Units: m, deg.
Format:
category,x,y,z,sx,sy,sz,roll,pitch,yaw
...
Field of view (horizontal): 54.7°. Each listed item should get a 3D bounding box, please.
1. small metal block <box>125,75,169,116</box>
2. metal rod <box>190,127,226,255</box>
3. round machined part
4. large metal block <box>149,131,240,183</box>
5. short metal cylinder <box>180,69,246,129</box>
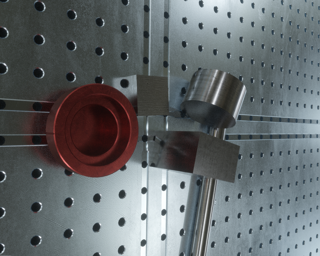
category,x,y,z,sx,sy,sz,roll,pitch,yaw
small metal block,-0.016,-0.041,0.397,0.050,0.025,0.050,-4,93,-40
metal rod,0.076,0.082,0.475,0.025,0.025,0.299,17,79,-39
round machined part,-0.075,0.002,0.336,0.099,0.042,0.097,0,90,-40
large metal block,0.046,0.038,0.415,0.080,0.080,0.050,19,78,-39
short metal cylinder,0.075,-0.040,0.439,0.080,0.080,0.050,35,69,-35
